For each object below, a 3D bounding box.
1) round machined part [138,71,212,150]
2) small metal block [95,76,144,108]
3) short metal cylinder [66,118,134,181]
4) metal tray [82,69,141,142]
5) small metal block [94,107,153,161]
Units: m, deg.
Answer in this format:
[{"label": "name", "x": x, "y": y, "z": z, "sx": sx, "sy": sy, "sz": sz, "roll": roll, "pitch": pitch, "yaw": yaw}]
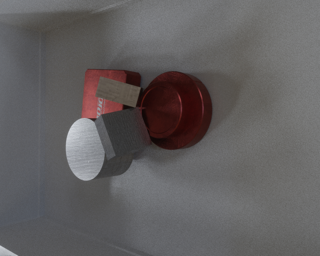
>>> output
[{"label": "round machined part", "x": 0.011, "y": -0.022, "z": 0.382, "sx": 0.098, "sy": 0.042, "sz": 0.097, "roll": 0, "pitch": 90, "yaw": 39}, {"label": "small metal block", "x": -0.049, "y": -0.045, "z": 0.393, "sx": 0.050, "sy": 0.050, "sz": 0.025, "roll": 16, "pitch": 96, "yaw": 1}, {"label": "short metal cylinder", "x": -0.081, "y": 0.027, "z": 0.413, "sx": 0.080, "sy": 0.050, "sz": 0.079, "roll": 0, "pitch": 90, "yaw": 39}, {"label": "metal tray", "x": -0.076, "y": -0.020, "z": 0.459, "sx": 0.090, "sy": 0.030, "sz": 0.129, "roll": 10, "pitch": 96, "yaw": 39}, {"label": "small metal block", "x": -0.044, "y": 0.006, "z": 0.372, "sx": 0.025, "sy": 0.050, "sz": 0.050, "roll": -33, "pitch": 76, "yaw": 55}]
